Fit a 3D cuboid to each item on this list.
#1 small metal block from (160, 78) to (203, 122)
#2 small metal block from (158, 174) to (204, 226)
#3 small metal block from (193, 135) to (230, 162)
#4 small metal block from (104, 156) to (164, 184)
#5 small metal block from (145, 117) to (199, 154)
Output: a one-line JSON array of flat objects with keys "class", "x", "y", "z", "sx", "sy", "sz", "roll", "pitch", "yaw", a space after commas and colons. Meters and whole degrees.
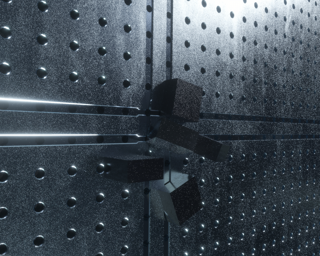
[{"class": "small metal block", "x": 0.031, "y": -0.037, "z": 0.434, "sx": 0.050, "sy": 0.025, "sz": 0.050, "roll": 14, "pitch": 81, "yaw": -39}, {"class": "small metal block", "x": 0.030, "y": 0.099, "z": 0.433, "sx": 0.050, "sy": 0.025, "sz": 0.050, "roll": -27, "pitch": 107, "yaw": -37}, {"class": "small metal block", "x": 0.065, "y": 0.026, "z": 0.432, "sx": 0.050, "sy": 0.050, "sz": 0.025, "roll": 15, "pitch": 97, "yaw": -65}, {"class": "small metal block", "x": -0.031, "y": 0.047, "z": 0.366, "sx": 0.050, "sy": 0.050, "sz": 0.025, "roll": 1, "pitch": 90, "yaw": -40}, {"class": "small metal block", "x": 0.014, "y": 0.012, "z": 0.393, "sx": 0.050, "sy": 0.050, "sz": 0.025, "roll": 22, "pitch": 75, "yaw": -13}]
